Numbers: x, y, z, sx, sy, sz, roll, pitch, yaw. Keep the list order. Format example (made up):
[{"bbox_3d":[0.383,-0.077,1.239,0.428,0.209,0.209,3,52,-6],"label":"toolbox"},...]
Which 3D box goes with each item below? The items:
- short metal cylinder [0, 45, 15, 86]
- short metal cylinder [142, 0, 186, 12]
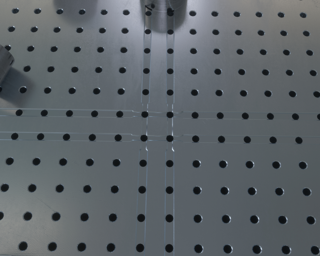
[{"bbox_3d":[-0.246,-0.090,0.413,0.080,0.080,0.050,19,71,6],"label":"short metal cylinder"},{"bbox_3d":[0.006,-0.231,0.483,0.081,0.050,0.080,0,70,0],"label":"short metal cylinder"}]
